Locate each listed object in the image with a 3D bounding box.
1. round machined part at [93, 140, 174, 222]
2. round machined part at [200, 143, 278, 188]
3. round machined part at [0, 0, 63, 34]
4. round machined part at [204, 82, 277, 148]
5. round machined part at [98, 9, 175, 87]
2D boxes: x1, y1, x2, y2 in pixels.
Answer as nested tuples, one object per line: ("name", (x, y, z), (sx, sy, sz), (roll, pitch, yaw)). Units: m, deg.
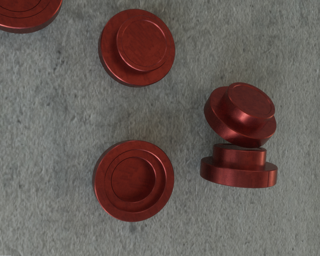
("round machined part", (-0.035, 0.063, 0.388), (0.099, 0.042, 0.097), (0, 90, -21))
("round machined part", (0.104, 0.045, 0.408), (0.099, 0.098, 0.042), (2, 95, -20))
("round machined part", (-0.159, -0.153, 0.341), (0.099, 0.042, 0.097), (0, 90, -21))
("round machined part", (0.113, -0.024, 0.415), (0.099, 0.042, 0.098), (13, 45, -13))
("round machined part", (-0.025, -0.102, 0.391), (0.099, 0.042, 0.097), (0, 90, -21))
